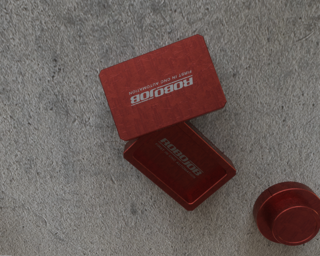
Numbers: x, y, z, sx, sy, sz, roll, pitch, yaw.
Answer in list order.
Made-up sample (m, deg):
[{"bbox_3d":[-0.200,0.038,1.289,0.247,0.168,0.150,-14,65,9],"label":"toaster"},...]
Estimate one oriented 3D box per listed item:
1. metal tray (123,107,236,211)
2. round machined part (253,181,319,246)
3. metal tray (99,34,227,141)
[{"bbox_3d":[0.027,0.043,0.423,0.130,0.030,0.090,42,104,-14],"label":"metal tray"},{"bbox_3d":[0.191,0.131,0.452,0.099,0.042,0.097,0,110,-1],"label":"round machined part"},{"bbox_3d":[0.003,-0.046,0.373,0.131,0.030,0.090,-19,87,6],"label":"metal tray"}]
